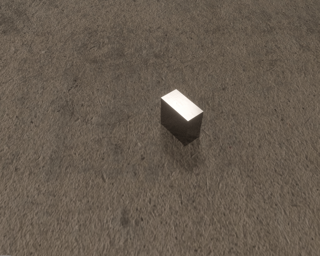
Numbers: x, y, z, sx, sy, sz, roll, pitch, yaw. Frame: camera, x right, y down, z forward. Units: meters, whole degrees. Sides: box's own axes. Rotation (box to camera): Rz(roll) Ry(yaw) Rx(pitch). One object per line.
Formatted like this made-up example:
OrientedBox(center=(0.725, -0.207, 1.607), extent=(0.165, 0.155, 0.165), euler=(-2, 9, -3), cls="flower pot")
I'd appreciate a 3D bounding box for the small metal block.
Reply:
OrientedBox(center=(0.027, -0.013, 0.398), extent=(0.025, 0.050, 0.050), euler=(-32, 57, -24), cls="small metal block")
